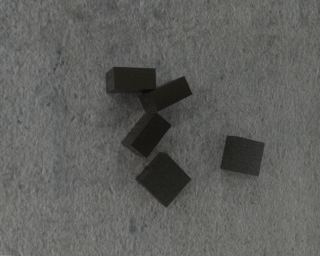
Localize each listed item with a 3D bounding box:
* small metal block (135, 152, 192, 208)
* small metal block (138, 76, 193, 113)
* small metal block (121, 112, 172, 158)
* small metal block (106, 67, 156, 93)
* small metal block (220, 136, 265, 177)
[{"bbox_3d":[0.004,0.068,0.412,0.050,0.025,0.050,-47,105,-14],"label":"small metal block"},{"bbox_3d":[0.005,-0.042,0.399,0.050,0.050,0.025,-28,100,-18],"label":"small metal block"},{"bbox_3d":[-0.018,0.008,0.390,0.025,0.050,0.050,41,77,-16],"label":"small metal block"},{"bbox_3d":[-0.037,-0.058,0.383,0.050,0.050,0.025,-2,91,-20],"label":"small metal block"},{"bbox_3d":[0.122,0.041,0.456,0.050,0.025,0.050,14,85,-20],"label":"small metal block"}]
